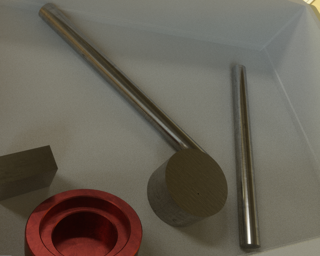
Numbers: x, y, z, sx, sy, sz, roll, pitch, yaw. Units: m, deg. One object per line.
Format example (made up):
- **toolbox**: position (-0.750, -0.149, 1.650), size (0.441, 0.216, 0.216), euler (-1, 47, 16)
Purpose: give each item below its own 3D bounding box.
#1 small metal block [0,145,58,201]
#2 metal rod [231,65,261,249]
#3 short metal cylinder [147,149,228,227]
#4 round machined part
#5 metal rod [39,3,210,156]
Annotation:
- **small metal block**: position (-0.130, 0.043, 0.294), size (0.050, 0.050, 0.025), euler (-14, 69, -34)
- **metal rod**: position (0.124, 0.021, 0.461), size (0.025, 0.025, 0.300), euler (19, 54, -18)
- **short metal cylinder**: position (0.032, 0.071, 0.365), size (0.081, 0.050, 0.080), euler (14, 56, -21)
- **round machined part**: position (-0.068, 0.103, 0.278), size (0.099, 0.042, 0.098), euler (11, 27, -5)
- **metal rod**: position (-0.047, -0.055, 0.415), size (0.300, 0.025, 0.025), euler (44, 51, 2)
